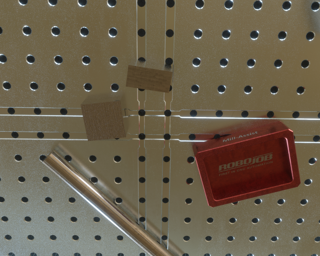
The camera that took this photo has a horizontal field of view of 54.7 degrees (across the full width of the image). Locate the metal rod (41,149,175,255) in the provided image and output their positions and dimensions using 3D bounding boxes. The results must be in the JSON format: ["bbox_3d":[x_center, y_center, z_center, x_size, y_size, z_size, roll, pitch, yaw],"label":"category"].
[{"bbox_3d":[-0.053,0.142,0.465,0.025,0.025,0.300,-40,106,13],"label":"metal rod"}]

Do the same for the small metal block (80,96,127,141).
[{"bbox_3d":[-0.072,-0.013,0.408,0.050,0.025,0.050,-6,110,1],"label":"small metal block"}]

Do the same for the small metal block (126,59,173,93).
[{"bbox_3d":[-0.013,-0.064,0.376,0.050,0.050,0.025,8,110,-4],"label":"small metal block"}]

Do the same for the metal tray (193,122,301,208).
[{"bbox_3d":[0.120,0.052,0.431,0.131,0.030,0.089,-15,110,5],"label":"metal tray"}]
